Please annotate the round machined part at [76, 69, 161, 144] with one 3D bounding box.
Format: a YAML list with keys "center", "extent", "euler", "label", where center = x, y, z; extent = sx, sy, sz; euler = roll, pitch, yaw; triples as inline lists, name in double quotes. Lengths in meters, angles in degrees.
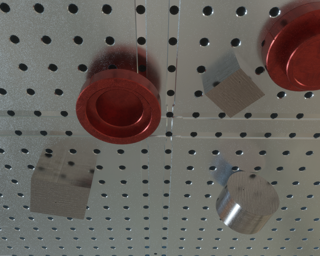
- center: [-0.048, -0.029, 0.375]
  extent: [0.099, 0.042, 0.097]
  euler: [0, 130, 0]
  label: "round machined part"

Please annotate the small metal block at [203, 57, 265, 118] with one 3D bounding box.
- center: [0.088, -0.047, 0.372]
  extent: [0.050, 0.025, 0.050]
  euler: [-37, 121, 27]
  label: "small metal block"

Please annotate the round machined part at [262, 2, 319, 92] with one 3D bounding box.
- center: [0.165, -0.079, 0.334]
  extent: [0.099, 0.042, 0.097]
  euler: [0, 130, 0]
  label: "round machined part"

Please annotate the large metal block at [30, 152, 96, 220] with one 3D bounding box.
- center: [-0.147, 0.089, 0.470]
  extent: [0.081, 0.050, 0.079]
  euler: [12, 129, -10]
  label: "large metal block"

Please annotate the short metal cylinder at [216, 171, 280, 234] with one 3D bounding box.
- center: [0.132, 0.113, 0.473]
  extent: [0.081, 0.080, 0.050]
  euler: [10, 129, -9]
  label: "short metal cylinder"
